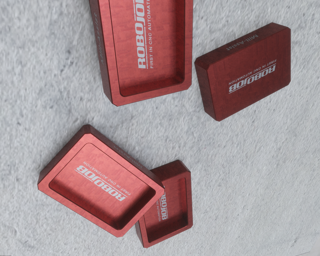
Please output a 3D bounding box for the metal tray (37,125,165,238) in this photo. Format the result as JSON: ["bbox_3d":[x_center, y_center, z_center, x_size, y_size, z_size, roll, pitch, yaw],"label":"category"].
[{"bbox_3d":[-0.070,0.069,0.386,0.130,0.030,0.090,41,95,-24],"label":"metal tray"}]

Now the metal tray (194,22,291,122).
[{"bbox_3d":[0.117,-0.076,0.423,0.131,0.030,0.090,-27,128,-12],"label":"metal tray"}]

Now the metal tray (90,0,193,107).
[{"bbox_3d":[-0.015,-0.092,0.299,0.091,0.030,0.129,-16,125,-20],"label":"metal tray"}]

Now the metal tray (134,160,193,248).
[{"bbox_3d":[0.003,0.120,0.481,0.091,0.030,0.129,-19,126,-18],"label":"metal tray"}]

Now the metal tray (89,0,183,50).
[{"bbox_3d":[-0.025,-0.147,0.300,0.091,0.030,0.129,-18,126,-19],"label":"metal tray"}]
